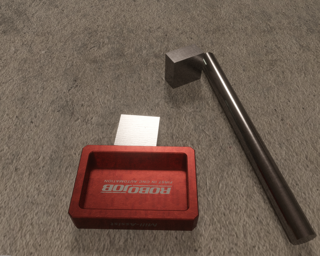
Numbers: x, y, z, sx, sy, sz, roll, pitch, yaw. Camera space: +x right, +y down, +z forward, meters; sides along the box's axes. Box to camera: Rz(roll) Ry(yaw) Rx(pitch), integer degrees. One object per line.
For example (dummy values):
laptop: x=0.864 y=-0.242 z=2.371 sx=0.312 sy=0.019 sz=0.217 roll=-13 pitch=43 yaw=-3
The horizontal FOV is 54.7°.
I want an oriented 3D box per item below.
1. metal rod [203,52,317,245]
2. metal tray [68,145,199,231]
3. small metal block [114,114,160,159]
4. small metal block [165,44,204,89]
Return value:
metal rod: x=0.110 y=0.001 z=0.404 sx=0.025 sy=0.025 sz=0.300 roll=-10 pitch=51 yaw=-9
metal tray: x=-0.026 y=0.064 z=0.345 sx=0.131 sy=0.030 sz=0.090 roll=1 pitch=50 yaw=0
small metal block: x=-0.028 y=0.011 z=0.394 sx=0.050 sy=0.025 sz=0.050 roll=4 pitch=50 yaw=3
small metal block: x=0.036 y=-0.092 z=0.465 sx=0.050 sy=0.050 sz=0.025 roll=-23 pitch=54 yaw=-18
